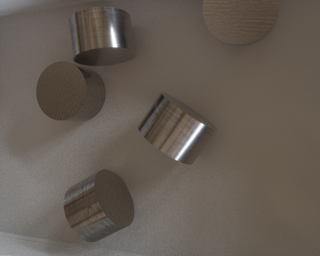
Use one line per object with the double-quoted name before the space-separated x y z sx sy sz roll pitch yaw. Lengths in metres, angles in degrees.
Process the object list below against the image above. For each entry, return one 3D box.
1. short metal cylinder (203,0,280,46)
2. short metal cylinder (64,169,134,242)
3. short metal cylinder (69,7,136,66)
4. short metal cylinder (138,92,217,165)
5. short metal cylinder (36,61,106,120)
"short metal cylinder" 0.094 -0.136 0.356 0.080 0.050 0.079 4 104 18
"short metal cylinder" -0.078 0.101 0.408 0.050 0.080 0.080 -30 80 17
"short metal cylinder" -0.075 -0.117 0.407 0.080 0.080 0.050 -9 87 19
"short metal cylinder" 0.021 0.000 0.373 0.080 0.080 0.050 37 102 16
"short metal cylinder" -0.125 -0.050 0.440 0.080 0.050 0.079 0 90 19
